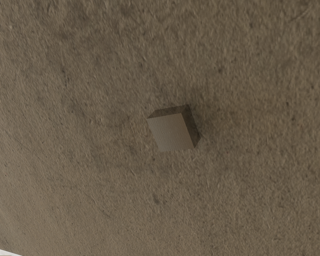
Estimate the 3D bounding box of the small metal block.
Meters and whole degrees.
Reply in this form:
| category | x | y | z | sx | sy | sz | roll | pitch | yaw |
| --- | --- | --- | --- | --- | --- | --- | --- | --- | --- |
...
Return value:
| category | x | y | z | sx | sy | sz | roll | pitch | yaw |
| --- | --- | --- | --- | --- | --- | --- | --- | --- | --- |
| small metal block | 0.018 | 0.001 | 0.397 | 0.050 | 0.025 | 0.050 | -9 | 114 | 31 |
